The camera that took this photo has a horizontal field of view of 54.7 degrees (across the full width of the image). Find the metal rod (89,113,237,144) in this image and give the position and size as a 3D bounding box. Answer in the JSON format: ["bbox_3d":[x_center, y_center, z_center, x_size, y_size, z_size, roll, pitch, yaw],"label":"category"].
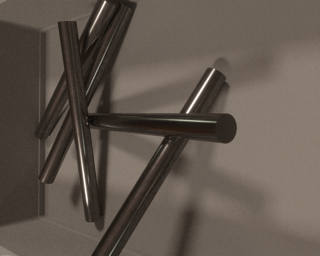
[{"bbox_3d":[-0.030,-0.006,0.377,0.299,0.025,0.025,4,93,55],"label":"metal rod"}]

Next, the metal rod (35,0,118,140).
[{"bbox_3d":[-0.147,-0.081,0.504,0.298,0.025,0.025,-50,61,35],"label":"metal rod"}]

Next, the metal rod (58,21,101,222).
[{"bbox_3d":[-0.117,-0.001,0.459,0.025,0.025,0.298,7,107,39],"label":"metal rod"}]

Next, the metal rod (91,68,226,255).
[{"bbox_3d":[-0.014,0.064,0.336,0.025,0.025,0.300,27,81,36],"label":"metal rod"}]

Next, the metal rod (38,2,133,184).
[{"bbox_3d":[-0.118,-0.046,0.475,0.025,0.025,0.298,35,103,34],"label":"metal rod"}]
